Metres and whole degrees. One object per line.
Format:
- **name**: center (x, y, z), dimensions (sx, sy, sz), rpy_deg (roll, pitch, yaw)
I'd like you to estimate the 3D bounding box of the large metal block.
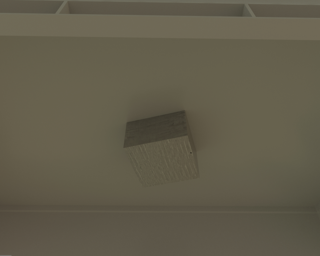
- **large metal block**: center (0.004, 0.030, 0.418), dimensions (0.080, 0.050, 0.080), rpy_deg (-12, 129, 9)
